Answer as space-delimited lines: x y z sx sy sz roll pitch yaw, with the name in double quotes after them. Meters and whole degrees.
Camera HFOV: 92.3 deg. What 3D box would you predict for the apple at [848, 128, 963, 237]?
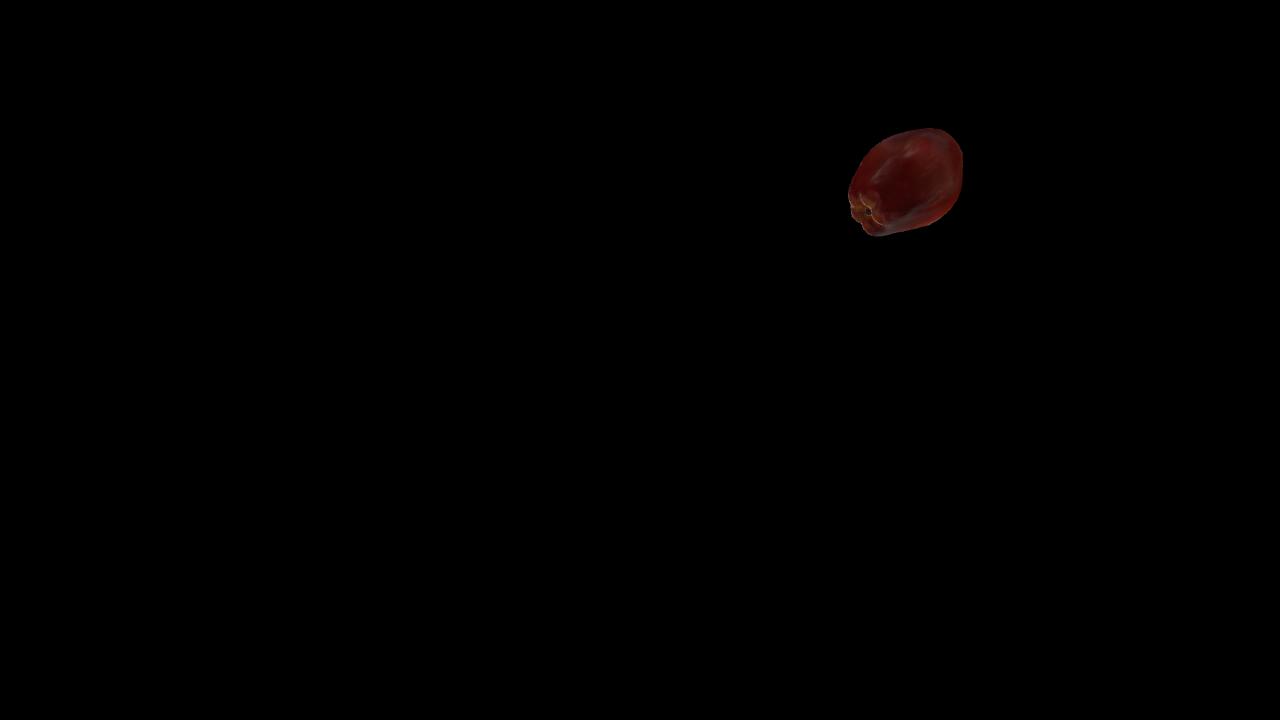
0.213 -0.142 0.491 0.093 0.079 0.079 -32 7 -11 "apple"
